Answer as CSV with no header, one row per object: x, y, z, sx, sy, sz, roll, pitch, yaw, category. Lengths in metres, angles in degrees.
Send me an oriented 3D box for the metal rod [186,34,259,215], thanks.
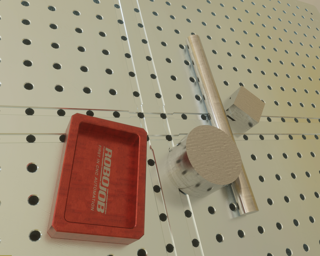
0.087,-0.020,0.469,0.025,0.025,0.299,2,61,-28,metal rod

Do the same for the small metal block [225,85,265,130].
0.139,-0.033,0.506,0.050,0.025,0.050,36,51,-5,small metal block

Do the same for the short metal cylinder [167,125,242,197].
0.056,0.043,0.398,0.081,0.050,0.080,14,56,-21,short metal cylinder

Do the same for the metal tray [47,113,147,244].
-0.063,0.054,0.339,0.091,0.030,0.130,14,56,-21,metal tray
